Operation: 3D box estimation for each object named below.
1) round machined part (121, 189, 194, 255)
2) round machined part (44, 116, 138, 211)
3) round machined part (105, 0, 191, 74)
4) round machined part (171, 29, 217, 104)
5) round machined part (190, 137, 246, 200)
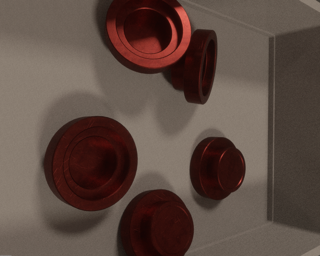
[{"bbox_3d":[0.004,0.126,0.388,0.099,0.042,0.098,12,70,-36],"label":"round machined part"},{"bbox_3d":[-0.076,0.036,0.334,0.099,0.042,0.097,0,90,-40],"label":"round machined part"},{"bbox_3d":[-0.016,-0.111,0.367,0.099,0.042,0.097,2,81,-14],"label":"round machined part"},{"bbox_3d":[0.045,-0.083,0.417,0.098,0.042,0.097,9,91,-71],"label":"round machined part"},{"bbox_3d":[0.095,0.063,0.478,0.099,0.042,0.097,0,90,-40],"label":"round machined part"}]
